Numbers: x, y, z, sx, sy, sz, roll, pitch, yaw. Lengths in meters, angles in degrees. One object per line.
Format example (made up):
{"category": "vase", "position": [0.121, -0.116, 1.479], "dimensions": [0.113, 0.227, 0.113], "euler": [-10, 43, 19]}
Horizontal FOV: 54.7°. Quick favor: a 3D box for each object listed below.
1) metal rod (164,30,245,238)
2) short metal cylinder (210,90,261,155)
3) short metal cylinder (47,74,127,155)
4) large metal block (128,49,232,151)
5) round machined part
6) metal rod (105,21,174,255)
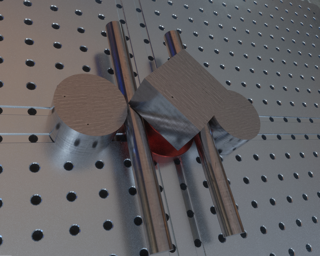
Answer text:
{"category": "metal rod", "position": [0.051, -0.010, 0.415], "dimensions": [0.025, 0.025, 0.299], "euler": [0, 62, -28]}
{"category": "short metal cylinder", "position": [0.096, -0.008, 0.448], "dimensions": [0.081, 0.050, 0.080], "euler": [14, 56, -21]}
{"category": "short metal cylinder", "position": [-0.084, -0.015, 0.356], "dimensions": [0.081, 0.050, 0.080], "euler": [14, 56, -21]}
{"category": "large metal block", "position": [0.025, -0.035, 0.366], "dimensions": [0.080, 0.050, 0.080], "euler": [44, 51, 2]}
{"category": "round machined part", "position": [0.003, -0.007, 0.404], "dimensions": [0.099, 0.042, 0.098], "euler": [14, 56, -21]}
{"category": "metal rod", "position": [-0.031, -0.009, 0.369], "dimensions": [0.025, 0.025, 0.299], "euler": [0, 62, -28]}
